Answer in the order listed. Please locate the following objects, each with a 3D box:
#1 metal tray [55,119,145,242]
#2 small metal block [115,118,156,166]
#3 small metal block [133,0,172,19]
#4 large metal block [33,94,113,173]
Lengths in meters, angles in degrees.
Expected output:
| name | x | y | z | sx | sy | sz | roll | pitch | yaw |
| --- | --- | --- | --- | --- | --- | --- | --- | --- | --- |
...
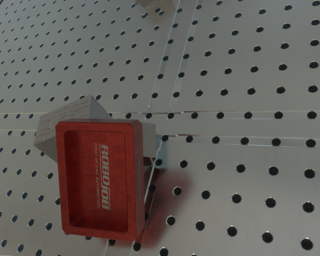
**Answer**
| name | x | y | z | sx | sy | sz | roll | pitch | yaw |
| --- | --- | --- | --- | --- | --- | --- | --- | --- | --- |
| metal tray | -0.066 | 0.056 | 0.347 | 0.090 | 0.030 | 0.129 | 1 | 98 | 15 |
| small metal block | -0.033 | 0.018 | 0.396 | 0.050 | 0.025 | 0.050 | 8 | 57 | -15 |
| small metal block | -0.015 | -0.232 | 0.556 | 0.050 | 0.025 | 0.050 | -39 | 51 | 1 |
| large metal block | -0.104 | 0.012 | 0.415 | 0.080 | 0.080 | 0.050 | -21 | 46 | 16 |
